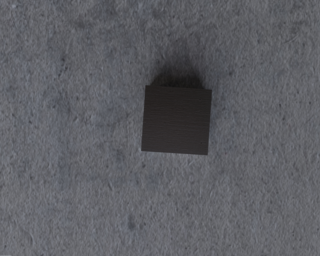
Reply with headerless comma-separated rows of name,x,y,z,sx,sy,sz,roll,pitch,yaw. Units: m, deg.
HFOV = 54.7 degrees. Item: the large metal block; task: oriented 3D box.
large metal block,0.020,-0.009,0.398,0.081,0.050,0.079,4,90,-1
